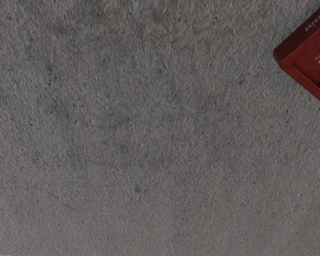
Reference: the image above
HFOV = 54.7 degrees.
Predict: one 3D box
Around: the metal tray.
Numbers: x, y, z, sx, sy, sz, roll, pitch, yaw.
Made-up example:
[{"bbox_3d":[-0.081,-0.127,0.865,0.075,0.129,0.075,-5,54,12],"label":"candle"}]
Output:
[{"bbox_3d":[0.200,-0.094,0.325,0.090,0.030,0.129,30,124,-24],"label":"metal tray"}]
